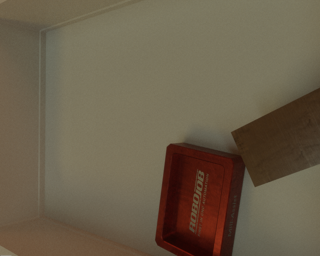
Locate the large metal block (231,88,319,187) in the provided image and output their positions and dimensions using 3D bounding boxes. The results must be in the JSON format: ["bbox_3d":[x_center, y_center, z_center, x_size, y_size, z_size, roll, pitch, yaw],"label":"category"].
[{"bbox_3d":[0.123,0.009,0.269,0.080,0.081,0.050,-31,71,35],"label":"large metal block"}]

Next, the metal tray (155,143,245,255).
[{"bbox_3d":[0.044,0.089,0.365,0.090,0.030,0.129,12,97,39],"label":"metal tray"}]
